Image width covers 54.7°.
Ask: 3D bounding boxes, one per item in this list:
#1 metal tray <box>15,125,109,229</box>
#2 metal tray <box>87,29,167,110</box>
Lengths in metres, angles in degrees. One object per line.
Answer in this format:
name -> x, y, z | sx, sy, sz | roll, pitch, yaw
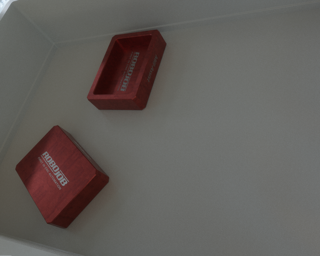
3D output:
metal tray -> -0.142, 0.064, 0.438 | 0.090, 0.030, 0.130 | -48, 51, -6
metal tray -> -0.050, -0.091, 0.484 | 0.090, 0.030, 0.130 | 3, 63, 29
